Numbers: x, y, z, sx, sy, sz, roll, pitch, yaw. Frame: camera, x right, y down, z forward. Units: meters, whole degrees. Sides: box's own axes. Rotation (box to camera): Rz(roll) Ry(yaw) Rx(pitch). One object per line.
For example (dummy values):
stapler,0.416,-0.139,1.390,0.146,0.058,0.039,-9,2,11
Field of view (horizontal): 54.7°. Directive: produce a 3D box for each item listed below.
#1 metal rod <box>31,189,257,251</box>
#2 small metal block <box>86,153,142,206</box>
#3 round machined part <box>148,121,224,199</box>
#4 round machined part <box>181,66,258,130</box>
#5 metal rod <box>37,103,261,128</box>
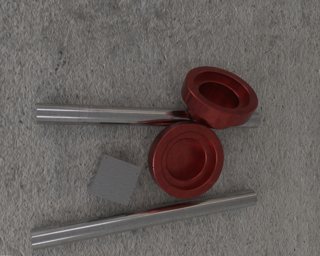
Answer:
metal rod,-0.005,0.115,0.407,0.303,0.025,0.025,-5,92,-20
small metal block,-0.057,0.064,0.388,0.050,0.025,0.050,23,82,-19
round machined part,0.031,0.040,0.408,0.099,0.042,0.097,-3,97,-20
round machined part,0.074,-0.036,0.409,0.099,0.042,0.098,11,43,-10
metal rod,0.000,-0.014,0.409,0.302,0.025,0.025,1,90,-20
